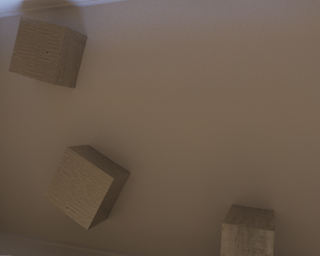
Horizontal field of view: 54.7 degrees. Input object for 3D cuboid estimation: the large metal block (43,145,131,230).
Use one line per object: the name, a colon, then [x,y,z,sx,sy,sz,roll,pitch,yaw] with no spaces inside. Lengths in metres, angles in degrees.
large metal block: [-0.101,0.079,0.433,0.080,0.050,0.080,30,100,17]

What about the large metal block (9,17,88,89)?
large metal block: [-0.164,-0.109,0.455,0.080,0.050,0.080,17,96,19]

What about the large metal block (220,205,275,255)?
large metal block: [0.099,0.138,0.346,0.050,0.080,0.079,4,91,20]
